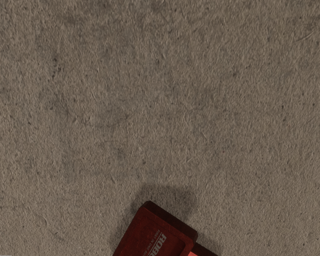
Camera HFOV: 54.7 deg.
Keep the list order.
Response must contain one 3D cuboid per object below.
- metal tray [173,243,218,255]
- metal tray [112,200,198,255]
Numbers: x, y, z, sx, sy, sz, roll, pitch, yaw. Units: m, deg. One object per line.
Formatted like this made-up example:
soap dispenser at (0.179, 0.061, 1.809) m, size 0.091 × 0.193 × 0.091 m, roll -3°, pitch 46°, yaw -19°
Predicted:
metal tray at (0.026, 0.239, 0.495) m, size 0.090 × 0.030 × 0.130 m, roll 36°, pitch 106°, yaw -13°
metal tray at (-0.015, 0.184, 0.452) m, size 0.090 × 0.030 × 0.129 m, roll 31°, pitch 104°, yaw 12°
